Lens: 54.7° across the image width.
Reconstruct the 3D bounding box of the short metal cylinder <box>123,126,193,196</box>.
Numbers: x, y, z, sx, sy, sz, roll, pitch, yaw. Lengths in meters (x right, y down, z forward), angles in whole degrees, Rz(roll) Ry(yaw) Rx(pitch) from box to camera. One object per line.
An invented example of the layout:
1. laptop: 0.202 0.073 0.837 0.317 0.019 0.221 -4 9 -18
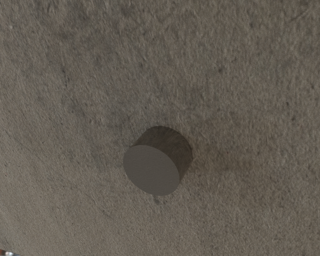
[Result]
1. short metal cylinder: -0.002 0.044 0.418 0.080 0.050 0.079 13 124 20
